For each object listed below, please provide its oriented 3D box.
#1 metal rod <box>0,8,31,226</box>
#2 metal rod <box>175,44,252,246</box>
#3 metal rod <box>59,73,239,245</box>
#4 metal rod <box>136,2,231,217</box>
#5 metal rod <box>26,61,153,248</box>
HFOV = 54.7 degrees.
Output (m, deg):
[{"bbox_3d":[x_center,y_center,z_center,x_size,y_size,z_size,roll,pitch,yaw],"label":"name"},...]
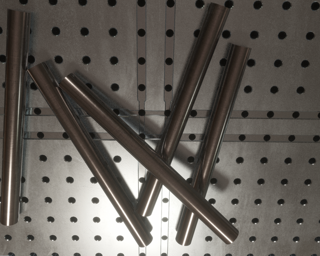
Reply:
[{"bbox_3d":[-0.194,0.000,0.410,0.025,0.025,0.298,11,110,-5],"label":"metal rod"},{"bbox_3d":[0.068,0.036,0.427,0.025,0.025,0.298,11,110,-5],"label":"metal rod"},{"bbox_3d":[-0.011,0.043,0.404,0.300,0.025,0.025,44,104,-5],"label":"metal rod"},{"bbox_3d":[0.023,-0.010,0.410,0.025,0.025,0.298,17,109,-7],"label":"metal rod"},{"bbox_3d":[-0.088,0.049,0.430,0.025,0.025,0.299,-25,109,8],"label":"metal rod"}]
